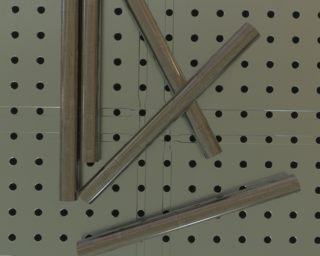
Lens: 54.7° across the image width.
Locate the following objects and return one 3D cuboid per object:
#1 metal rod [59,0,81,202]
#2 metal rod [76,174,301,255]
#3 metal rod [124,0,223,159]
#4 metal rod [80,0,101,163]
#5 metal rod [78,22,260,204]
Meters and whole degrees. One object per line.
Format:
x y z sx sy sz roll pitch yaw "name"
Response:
-0.119 -0.054 0.411 0.025 0.025 0.298 1 90 -1 "metal rod"
0.038 0.118 0.413 0.302 0.025 0.025 -17 90 -1 "metal rod"
0.004 -0.097 0.413 0.025 0.025 0.299 -27 90 0 "metal rod"
-0.092 -0.104 0.412 0.025 0.025 0.298 1 90 -1 "metal rod"
0.006 -0.013 0.392 0.025 0.025 0.300 45 98 -1 "metal rod"
